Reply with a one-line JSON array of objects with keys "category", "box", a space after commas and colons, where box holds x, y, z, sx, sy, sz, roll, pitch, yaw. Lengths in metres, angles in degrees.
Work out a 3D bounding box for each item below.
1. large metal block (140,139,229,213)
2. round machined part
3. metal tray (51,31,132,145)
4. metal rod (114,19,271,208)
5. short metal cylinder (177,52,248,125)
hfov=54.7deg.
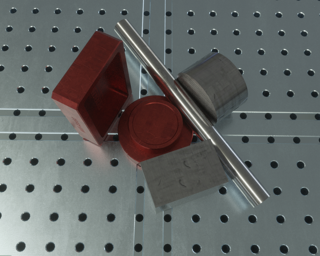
[{"category": "large metal block", "box": [0.025, 0.059, 0.361, 0.081, 0.080, 0.050, -18, 71, -7]}, {"category": "round machined part", "box": [-0.006, 0.001, 0.402, 0.099, 0.042, 0.098, 0, 70, -1]}, {"category": "metal tray", "box": [-0.073, -0.040, 0.370, 0.030, 0.130, 0.090, 26, 72, 9]}, {"category": "metal rod", "box": [0.032, -0.030, 0.401, 0.025, 0.025, 0.299, -34, 74, -12]}, {"category": "short metal cylinder", "box": [0.066, -0.050, 0.400, 0.050, 0.080, 0.080, -35, 74, -12]}]
